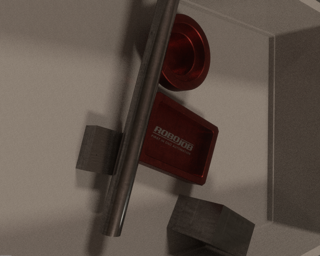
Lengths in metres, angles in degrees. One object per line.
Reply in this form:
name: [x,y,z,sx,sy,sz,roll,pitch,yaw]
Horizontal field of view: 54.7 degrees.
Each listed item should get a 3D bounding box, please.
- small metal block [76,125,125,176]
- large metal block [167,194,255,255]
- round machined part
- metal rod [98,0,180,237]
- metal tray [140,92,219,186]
small metal block: [-0.063,0.027,0.356,0.050,0.025,0.050,19,78,-39]
large metal block: [0.071,0.137,0.434,0.080,0.080,0.050,36,68,-35]
round machined part: [0.019,-0.097,0.413,0.099,0.042,0.097,0,90,-40]
metal rod: [-0.019,-0.030,0.348,0.025,0.025,0.298,18,84,-39]
metal tray: [0.021,0.018,0.422,0.131,0.030,0.090,28,73,-37]
